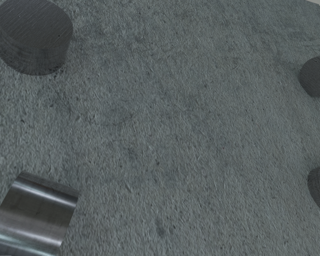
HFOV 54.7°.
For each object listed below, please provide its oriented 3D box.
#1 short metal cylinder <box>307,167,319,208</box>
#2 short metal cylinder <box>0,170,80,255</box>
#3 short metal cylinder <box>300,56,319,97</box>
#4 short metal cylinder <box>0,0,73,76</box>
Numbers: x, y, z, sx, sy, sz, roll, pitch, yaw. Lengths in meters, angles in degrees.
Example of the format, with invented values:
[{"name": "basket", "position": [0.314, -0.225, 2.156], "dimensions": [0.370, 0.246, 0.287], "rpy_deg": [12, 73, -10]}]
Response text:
[{"name": "short metal cylinder", "position": [0.281, 0.091, 0.483], "dimensions": [0.081, 0.050, 0.080], "rpy_deg": [14, 56, -21]}, {"name": "short metal cylinder", "position": [-0.108, 0.082, 0.260], "dimensions": [0.050, 0.080, 0.080], "rpy_deg": [24, 53, -14]}, {"name": "short metal cylinder", "position": [0.325, -0.105, 0.607], "dimensions": [0.050, 0.080, 0.080], "rpy_deg": [-23, 74, -36]}, {"name": "short metal cylinder", "position": [-0.151, -0.110, 0.374], "dimensions": [0.081, 0.050, 0.080], "rpy_deg": [14, 56, -21]}]
